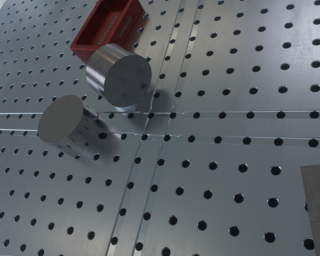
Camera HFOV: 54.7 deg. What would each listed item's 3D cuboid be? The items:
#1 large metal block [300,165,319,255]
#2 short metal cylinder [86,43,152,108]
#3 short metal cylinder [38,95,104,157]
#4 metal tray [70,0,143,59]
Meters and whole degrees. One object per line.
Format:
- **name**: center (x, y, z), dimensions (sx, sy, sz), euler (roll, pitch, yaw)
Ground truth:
- **large metal block**: center (0.148, 0.080, 0.246), dimensions (0.050, 0.080, 0.080), euler (-10, 58, 23)
- **short metal cylinder**: center (-0.059, -0.076, 0.451), dimensions (0.080, 0.080, 0.050), euler (-48, 51, -5)
- **short metal cylinder**: center (-0.133, -0.003, 0.464), dimensions (0.080, 0.050, 0.080), euler (-13, 56, 21)
- **metal tray**: center (-0.098, -0.186, 0.570), dimensions (0.090, 0.030, 0.130), euler (12, 67, 33)
